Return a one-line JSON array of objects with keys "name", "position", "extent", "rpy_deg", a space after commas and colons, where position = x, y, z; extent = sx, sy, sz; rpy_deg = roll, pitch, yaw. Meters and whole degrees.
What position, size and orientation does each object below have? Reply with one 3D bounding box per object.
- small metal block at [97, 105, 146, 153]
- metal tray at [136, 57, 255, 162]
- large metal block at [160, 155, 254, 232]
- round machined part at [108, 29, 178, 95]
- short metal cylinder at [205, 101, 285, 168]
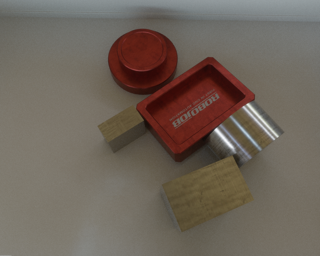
[{"name": "small metal block", "position": [-0.047, 0.003, 0.395], "extent": [0.050, 0.050, 0.025], "rpy_deg": [-32, 74, -11]}, {"name": "metal tray", "position": [0.046, -0.028, 0.410], "extent": [0.131, 0.030, 0.090], "rpy_deg": [-35, 66, -12]}, {"name": "large metal block", "position": [0.047, 0.076, 0.351], "extent": [0.080, 0.080, 0.050], "rpy_deg": [-21, 76, -8]}, {"name": "round machined part", "position": [-0.024, -0.100, 0.437], "extent": [0.099, 0.042, 0.098], "rpy_deg": [0, 70, -1]}, {"name": "short metal cylinder", "position": [0.102, 0.012, 0.377], "extent": [0.080, 0.080, 0.050], "rpy_deg": [-35, 74, -12]}]
